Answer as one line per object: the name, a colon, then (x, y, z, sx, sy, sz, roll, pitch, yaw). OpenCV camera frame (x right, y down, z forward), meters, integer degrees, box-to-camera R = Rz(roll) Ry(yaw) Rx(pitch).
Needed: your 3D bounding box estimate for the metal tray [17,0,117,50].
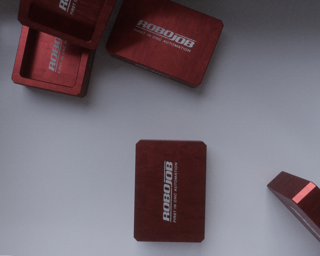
metal tray: (-0.090, -0.151, 0.323, 0.091, 0.129, 0.030, 17, 51, -21)

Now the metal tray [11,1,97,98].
metal tray: (-0.132, -0.112, 0.407, 0.091, 0.030, 0.129, 12, 90, 0)

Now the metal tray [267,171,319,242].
metal tray: (0.200, 0.115, 0.380, 0.030, 0.090, 0.130, -43, 90, 0)

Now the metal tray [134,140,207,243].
metal tray: (0.013, 0.081, 0.409, 0.091, 0.030, 0.129, 1, 90, 0)

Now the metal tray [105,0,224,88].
metal tray: (0.006, -0.117, 0.409, 0.131, 0.030, 0.090, 21, 90, 0)
